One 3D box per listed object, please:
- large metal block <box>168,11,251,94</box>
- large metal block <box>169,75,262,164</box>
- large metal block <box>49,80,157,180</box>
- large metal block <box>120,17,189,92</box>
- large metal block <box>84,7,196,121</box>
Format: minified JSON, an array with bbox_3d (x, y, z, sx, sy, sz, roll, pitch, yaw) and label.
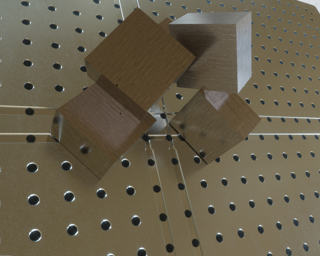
[{"bbox_3d":[0.063,-0.092,0.374,0.080,0.079,0.050,11,37,30],"label":"large metal block"},{"bbox_3d":[0.072,-0.010,0.417,0.080,0.080,0.050,47,51,4],"label":"large metal block"},{"bbox_3d":[-0.065,-0.002,0.359,0.080,0.050,0.080,43,51,1],"label":"large metal block"},{"bbox_3d":[-0.008,-0.091,0.424,0.050,0.080,0.080,41,51,-1],"label":"large metal block"},{"bbox_3d":[-0.022,-0.067,0.338,0.080,0.050,0.080,41,76,-1],"label":"large metal block"}]
